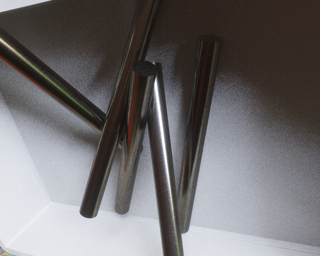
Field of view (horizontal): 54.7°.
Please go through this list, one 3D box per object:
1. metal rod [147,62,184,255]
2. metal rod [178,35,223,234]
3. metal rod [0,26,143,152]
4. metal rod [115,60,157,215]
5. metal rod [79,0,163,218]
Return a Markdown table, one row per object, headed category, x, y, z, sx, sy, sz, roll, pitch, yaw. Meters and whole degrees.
| category | x | y | z | sx | sy | sz | roll | pitch | yaw |
| --- | --- | --- | --- | --- | --- | --- | --- | --- | --- |
| metal rod | 0.007 | 0.072 | 0.373 | 0.025 | 0.025 | 0.298 | -6 | 92 | 30 |
| metal rod | 0.043 | 0.031 | 0.404 | 0.025 | 0.025 | 0.298 | 17 | 125 | 18 |
| metal rod | -0.116 | -0.045 | 0.349 | 0.025 | 0.025 | 0.300 | -12 | 142 | 33 |
| metal rod | -0.040 | 0.038 | 0.415 | 0.025 | 0.025 | 0.298 | 27 | 139 | 11 |
| metal rod | -0.052 | -0.016 | 0.373 | 0.025 | 0.025 | 0.298 | 24 | 111 | 13 |
